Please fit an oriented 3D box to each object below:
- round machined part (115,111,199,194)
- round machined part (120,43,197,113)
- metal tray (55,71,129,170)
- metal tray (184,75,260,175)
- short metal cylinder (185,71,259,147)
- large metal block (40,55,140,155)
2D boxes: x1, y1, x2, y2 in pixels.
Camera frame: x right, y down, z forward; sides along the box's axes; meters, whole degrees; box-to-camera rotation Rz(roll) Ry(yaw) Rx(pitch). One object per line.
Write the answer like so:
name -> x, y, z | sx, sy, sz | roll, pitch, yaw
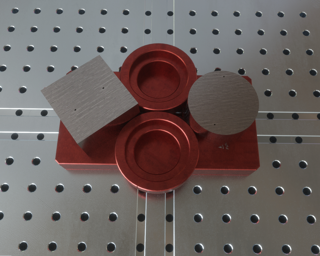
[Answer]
round machined part -> -0.003, 0.032, 0.381 | 0.099, 0.042, 0.098 | 0, 70, 0
round machined part -> -0.002, -0.061, 0.415 | 0.099, 0.042, 0.098 | 0, 70, 0
metal tray -> -0.082, -0.012, 0.412 | 0.091, 0.030, 0.130 | 1, 70, -1
metal tray -> 0.077, -0.006, 0.409 | 0.091, 0.030, 0.130 | 1, 70, 0
short metal cylinder -> 0.072, -0.022, 0.374 | 0.081, 0.050, 0.080 | 0, 70, 0
large metal block -> -0.081, -0.027, 0.376 | 0.080, 0.050, 0.080 | -35, 74, -12
